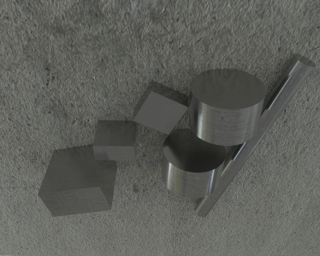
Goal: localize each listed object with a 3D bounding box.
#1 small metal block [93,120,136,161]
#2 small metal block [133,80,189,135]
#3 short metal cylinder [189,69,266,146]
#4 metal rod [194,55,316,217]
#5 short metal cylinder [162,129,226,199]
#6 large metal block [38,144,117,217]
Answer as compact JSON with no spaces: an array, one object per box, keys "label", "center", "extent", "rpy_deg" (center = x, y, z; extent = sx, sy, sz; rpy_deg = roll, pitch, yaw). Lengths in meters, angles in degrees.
[{"label":"small metal block","center":[-0.057,0.015,0.403],"extent":[0.050,0.050,0.025],"rpy_deg":[1,130,-1]},{"label":"small metal block","center":[0.001,-0.025,0.386],"extent":[0.050,0.025,0.050],"rpy_deg":[22,127,-18]},{"label":"short metal cylinder","center":[0.074,-0.025,0.351],"extent":[0.081,0.080,0.050],"rpy_deg":[-2,130,1]},{"label":"metal rod","center":[0.116,0.033,0.437],"extent":[0.025,0.025,0.298],"rpy_deg":[14,129,-12]},{"label":"short metal cylinder","center":[0.043,0.046,0.411],"extent":[0.081,0.080,0.050],"rpy_deg":[1,130,-2]},{"label":"large metal block","center":[-0.109,0.070,0.429],"extent":[0.080,0.080,0.050],"rpy_deg":[-8,130,6]}]
